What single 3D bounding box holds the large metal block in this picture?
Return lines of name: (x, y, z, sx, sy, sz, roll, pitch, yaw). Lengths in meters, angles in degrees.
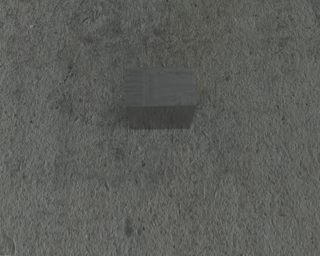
large metal block: (0.000, -0.035, 0.393, 0.081, 0.080, 0.050, -1, 70, -1)
